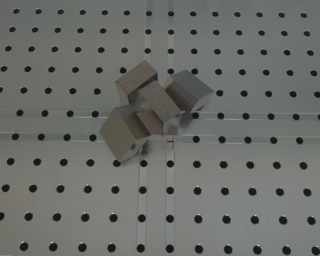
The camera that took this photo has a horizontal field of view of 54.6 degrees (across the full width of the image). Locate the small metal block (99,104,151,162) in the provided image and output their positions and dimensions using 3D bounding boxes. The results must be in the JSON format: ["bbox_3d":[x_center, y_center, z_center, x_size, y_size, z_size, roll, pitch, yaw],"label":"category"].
[{"bbox_3d":[-0.045,0.007,0.393,0.025,0.050,0.050,-17,66,-46],"label":"small metal block"}]

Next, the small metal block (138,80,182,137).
[{"bbox_3d":[-0.001,-0.023,0.380,0.025,0.050,0.050,-34,74,-12],"label":"small metal block"}]

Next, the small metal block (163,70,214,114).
[{"bbox_3d":[0.037,-0.050,0.416,0.050,0.025,0.050,41,35,13],"label":"small metal block"}]

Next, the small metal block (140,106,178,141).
[{"bbox_3d":[-0.002,-0.010,0.415,0.050,0.025,0.050,1,70,-1],"label":"small metal block"}]

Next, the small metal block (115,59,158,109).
[{"bbox_3d":[-0.030,-0.057,0.419,0.050,0.050,0.025,-39,75,-13],"label":"small metal block"}]
